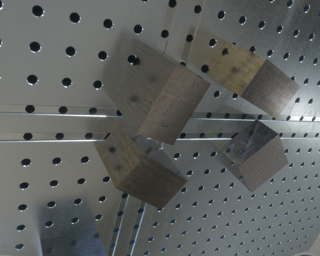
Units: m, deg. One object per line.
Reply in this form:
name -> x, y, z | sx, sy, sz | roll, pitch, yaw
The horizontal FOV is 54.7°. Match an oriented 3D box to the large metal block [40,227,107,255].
large metal block -> -0.119, 0.195, 0.433 | 0.081, 0.080, 0.050 | -5, 121, -26

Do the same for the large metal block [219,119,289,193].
large metal block -> 0.156, 0.047, 0.512 | 0.080, 0.050, 0.080 | -38, 130, -3

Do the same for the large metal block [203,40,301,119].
large metal block -> 0.118, -0.063, 0.403 | 0.080, 0.080, 0.050 | 23, 106, -37

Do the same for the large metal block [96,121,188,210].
large metal block -> -0.024, 0.047, 0.393 | 0.050, 0.080, 0.080 | -49, 129, 6

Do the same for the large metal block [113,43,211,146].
large metal block -> -0.002, -0.039, 0.352 | 0.050, 0.080, 0.080 | 20, 108, -36
